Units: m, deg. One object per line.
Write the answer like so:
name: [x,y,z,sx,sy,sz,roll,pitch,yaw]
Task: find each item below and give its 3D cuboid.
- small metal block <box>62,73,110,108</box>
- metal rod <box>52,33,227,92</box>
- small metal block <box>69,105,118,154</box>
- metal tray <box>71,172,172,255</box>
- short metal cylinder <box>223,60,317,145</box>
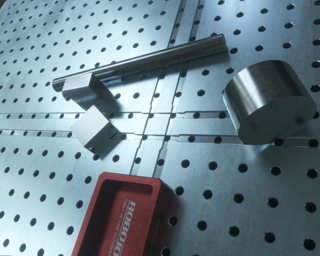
small metal block: [-0.116,-0.058,0.489,0.050,0.050,0.025,-6,59,25]
metal rod: [-0.046,-0.098,0.492,0.300,0.025,0.025,-9,58,23]
small metal block: [-0.098,0.001,0.459,0.050,0.025,0.050,-45,51,-3]
metal tray: [-0.046,0.120,0.355,0.090,0.030,0.130,2,62,29]
short metal cylinder: [0.114,-0.025,0.329,0.080,0.080,0.050,-24,53,14]
